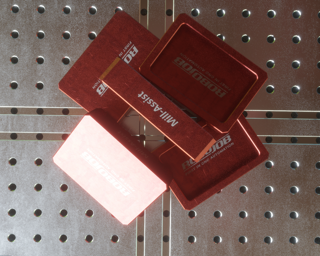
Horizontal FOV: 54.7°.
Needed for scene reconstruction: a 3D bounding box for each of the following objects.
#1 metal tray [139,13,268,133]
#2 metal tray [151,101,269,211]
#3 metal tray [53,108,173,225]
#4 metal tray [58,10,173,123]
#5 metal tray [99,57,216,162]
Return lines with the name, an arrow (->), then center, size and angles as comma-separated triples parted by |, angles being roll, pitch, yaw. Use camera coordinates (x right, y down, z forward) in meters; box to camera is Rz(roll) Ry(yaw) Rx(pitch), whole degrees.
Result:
metal tray -> 0.052, -0.065, 0.381 | 0.130, 0.030, 0.090 | 36, 90, -1
metal tray -> 0.063, 0.035, 0.410 | 0.130, 0.030, 0.090 | -34, 90, -1
metal tray -> -0.060, 0.050, 0.391 | 0.130, 0.030, 0.090 | 42, 115, -1
metal tray -> -0.057, -0.076, 0.409 | 0.090, 0.030, 0.130 | 39, 90, -1
metal tray -> -0.002, -0.019, 0.350 | 0.130, 0.090, 0.030 | 41, 90, -1
